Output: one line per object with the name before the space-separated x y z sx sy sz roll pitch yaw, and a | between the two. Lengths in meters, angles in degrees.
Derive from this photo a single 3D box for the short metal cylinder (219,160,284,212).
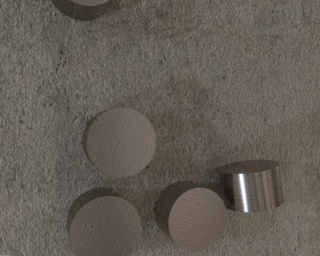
short metal cylinder | 0.125 0.077 0.426 0.081 0.080 0.050 -10 94 -20

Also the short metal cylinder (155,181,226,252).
short metal cylinder | 0.039 0.114 0.410 0.081 0.050 0.080 0 90 -20

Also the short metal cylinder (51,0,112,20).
short metal cylinder | -0.090 -0.174 0.362 0.081 0.050 0.080 0 90 -20

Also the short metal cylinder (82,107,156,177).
short metal cylinder | -0.051 0.016 0.377 0.081 0.050 0.080 0 90 -20

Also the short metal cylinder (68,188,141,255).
short metal cylinder | -0.068 0.116 0.371 0.081 0.050 0.080 0 90 -20
